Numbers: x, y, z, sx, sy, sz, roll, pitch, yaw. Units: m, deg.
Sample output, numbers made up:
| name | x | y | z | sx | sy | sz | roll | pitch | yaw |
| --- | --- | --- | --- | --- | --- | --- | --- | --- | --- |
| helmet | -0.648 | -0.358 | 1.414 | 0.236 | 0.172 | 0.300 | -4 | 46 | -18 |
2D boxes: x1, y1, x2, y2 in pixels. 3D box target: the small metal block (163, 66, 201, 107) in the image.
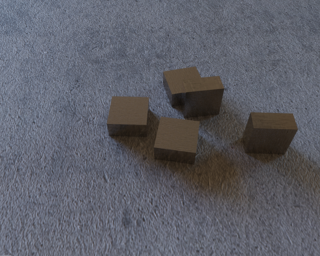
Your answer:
| name | x | y | z | sx | sy | sz | roll | pitch | yaw |
| --- | --- | --- | --- | --- | --- | --- | --- | --- | --- |
| small metal block | 0.035 | -0.061 | 0.455 | 0.050 | 0.025 | 0.050 | -11 | 51 | -9 |

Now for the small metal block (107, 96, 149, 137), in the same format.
| name | x | y | z | sx | sy | sz | roll | pitch | yaw |
| --- | --- | --- | --- | --- | --- | --- | --- | --- | --- |
| small metal block | -0.041 | -0.016 | 0.416 | 0.050 | 0.025 | 0.050 | 2 | 50 | 1 |

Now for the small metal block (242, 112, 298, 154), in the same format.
| name | x | y | z | sx | sy | sz | roll | pitch | yaw |
| --- | --- | --- | --- | --- | --- | --- | --- | --- | --- |
| small metal block | 0.133 | 0.007 | 0.382 | 0.050 | 0.050 | 0.025 | 2 | 50 | 1 |

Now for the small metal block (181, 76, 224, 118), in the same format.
| name | x | y | z | sx | sy | sz | roll | pitch | yaw |
| --- | --- | --- | --- | --- | --- | --- | --- | --- | --- |
| small metal block | 0.056 | -0.042 | 0.422 | 0.050 | 0.050 | 0.025 | -6 | 51 | -5 |

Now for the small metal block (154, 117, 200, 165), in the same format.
| name | x | y | z | sx | sy | sz | roll | pitch | yaw |
| --- | --- | --- | --- | --- | --- | --- | --- | --- | --- |
| small metal block | 0.022 | 0.015 | 0.390 | 0.050 | 0.025 | 0.050 | 7 | 50 | 6 |
